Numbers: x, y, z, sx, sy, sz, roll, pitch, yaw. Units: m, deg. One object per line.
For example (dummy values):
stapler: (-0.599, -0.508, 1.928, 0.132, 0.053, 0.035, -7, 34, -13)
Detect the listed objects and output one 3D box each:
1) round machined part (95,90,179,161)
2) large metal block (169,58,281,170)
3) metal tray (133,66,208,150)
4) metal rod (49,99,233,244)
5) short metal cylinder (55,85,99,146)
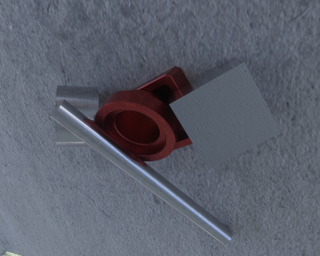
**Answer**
round machined part: (-0.024, -0.007, 0.373, 0.098, 0.042, 0.097, 11, 137, 11)
large metal block: (0.065, -0.017, 0.325, 0.080, 0.050, 0.080, -29, 104, 10)
metal tray: (-0.009, -0.012, 0.401, 0.130, 0.030, 0.090, -22, 107, 36)
metal rod: (-0.008, 0.069, 0.397, 0.300, 0.025, 0.025, 41, 131, -23)
short metal cylinder: (-0.109, -0.015, 0.410, 0.050, 0.080, 0.079, 1, 126, -14)
